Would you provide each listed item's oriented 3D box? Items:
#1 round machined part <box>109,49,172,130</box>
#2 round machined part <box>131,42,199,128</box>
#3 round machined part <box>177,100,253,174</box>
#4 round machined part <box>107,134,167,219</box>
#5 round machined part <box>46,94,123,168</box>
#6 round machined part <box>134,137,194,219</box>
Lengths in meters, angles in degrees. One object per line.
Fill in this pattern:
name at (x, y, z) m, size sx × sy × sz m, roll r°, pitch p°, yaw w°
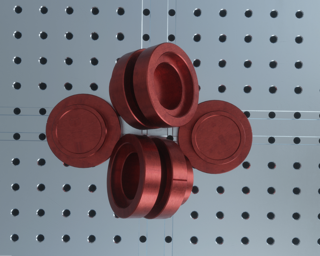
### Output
round machined part at (-0.025, -0.046, 0.388) m, size 0.042 × 0.099 × 0.097 m, roll -6°, pitch 90°, yaw 40°
round machined part at (0.002, -0.048, 0.370) m, size 0.042 × 0.099 × 0.097 m, roll -6°, pitch 90°, yaw 40°
round machined part at (0.073, 0.012, 0.405) m, size 0.099 × 0.042 × 0.097 m, roll 0°, pitch 90°, yaw 0°
round machined part at (-0.024, 0.058, 0.372) m, size 0.042 × 0.098 × 0.098 m, roll 10°, pitch 90°, yaw -32°
round machined part at (-0.100, 0.004, 0.404) m, size 0.099 × 0.042 × 0.097 m, roll 0°, pitch 90°, yaw 0°
round machined part at (0.005, 0.063, 0.386) m, size 0.042 × 0.098 × 0.098 m, roll 10°, pitch 90°, yaw -32°
